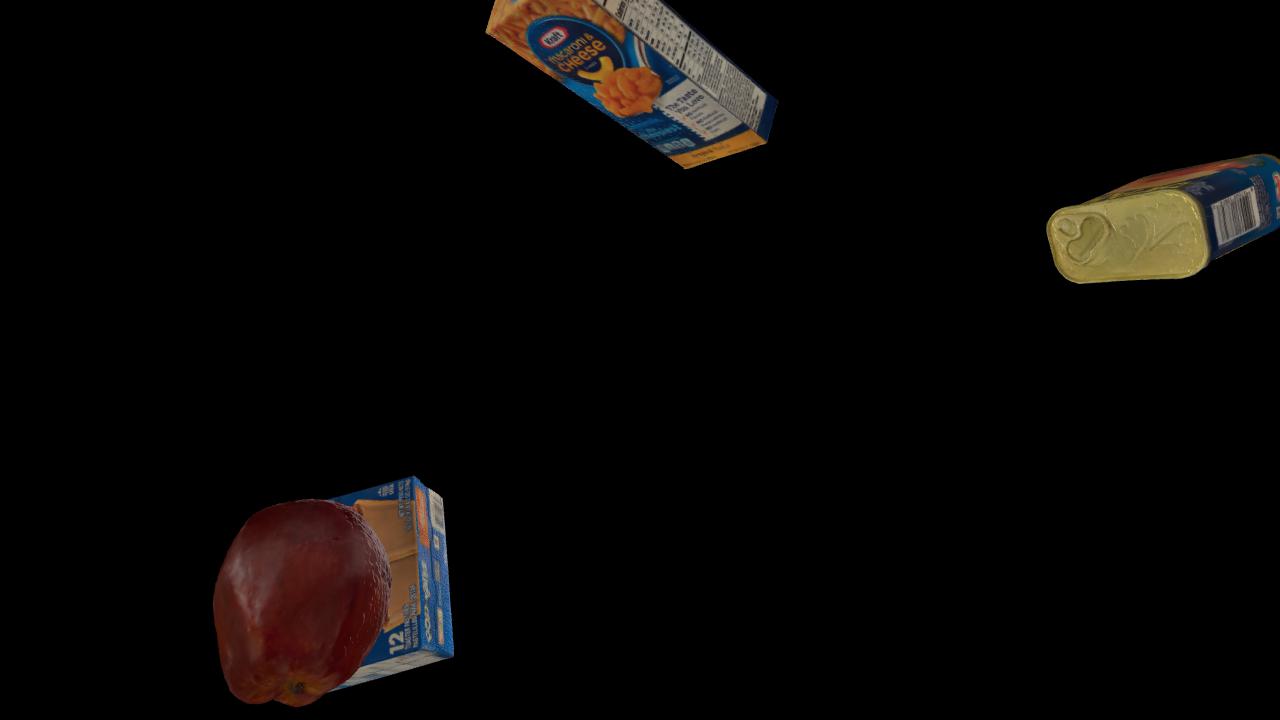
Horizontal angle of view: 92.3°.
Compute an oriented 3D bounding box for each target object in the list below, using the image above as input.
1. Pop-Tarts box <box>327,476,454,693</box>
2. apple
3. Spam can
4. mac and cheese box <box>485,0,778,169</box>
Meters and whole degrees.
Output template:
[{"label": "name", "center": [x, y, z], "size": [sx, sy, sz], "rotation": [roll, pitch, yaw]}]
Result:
[{"label": "Pop-Tarts box", "center": [-0.269, 0.219, 0.603], "size": [0.141, 0.167, 0.083], "rotation": [-15, -32, -1]}, {"label": "apple", "center": [-0.163, 0.115, 0.302], "size": [0.079, 0.079, 0.093], "rotation": [0, 41, -25]}, {"label": "Spam can", "center": [0.356, -0.094, 0.419], "size": [0.085, 0.058, 0.101], "rotation": [-22, 10, -13]}, {"label": "mac and cheese box", "center": [0.000, -0.197, 0.417], "size": [0.184, 0.041, 0.093], "rotation": [21, -9, -36]}]
